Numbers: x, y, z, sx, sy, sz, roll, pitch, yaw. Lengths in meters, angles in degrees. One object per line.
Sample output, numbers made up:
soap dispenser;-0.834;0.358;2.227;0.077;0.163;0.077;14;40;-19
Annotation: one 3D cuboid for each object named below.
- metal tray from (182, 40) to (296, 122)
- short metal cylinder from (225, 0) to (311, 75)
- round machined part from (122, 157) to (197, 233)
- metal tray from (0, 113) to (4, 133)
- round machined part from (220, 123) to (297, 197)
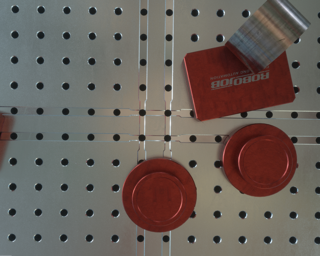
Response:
metal tray;0.103;-0.065;0.412;0.131;0.030;0.089;-12;90;-1
short metal cylinder;0.122;-0.108;0.357;0.080;0.080;0.050;-44;90;0
round machined part;-0.001;0.089;0.405;0.099;0.042;0.097;0;90;-1
metal tray;-0.286;0.007;0.407;0.131;0.030;0.090;16;90;-1
round machined part;0.132;0.042;0.407;0.099;0.042;0.097;0;90;-1
